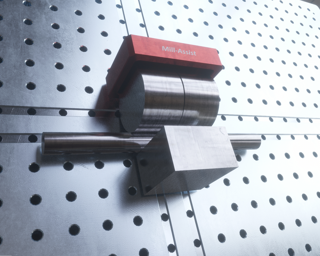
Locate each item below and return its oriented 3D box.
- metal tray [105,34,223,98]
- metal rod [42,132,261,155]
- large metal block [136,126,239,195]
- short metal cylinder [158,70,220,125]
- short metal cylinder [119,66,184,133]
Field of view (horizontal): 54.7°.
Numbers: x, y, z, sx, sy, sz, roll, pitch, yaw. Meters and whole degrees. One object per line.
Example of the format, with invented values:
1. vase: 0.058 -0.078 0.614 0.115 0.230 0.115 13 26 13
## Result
1. metal tray: 0.005 -0.072 0.408 0.131 0.090 0.030 1 62 -28
2. metal rod: 0.010 0.018 0.397 0.303 0.025 0.025 1 62 -28
3. large metal block: 0.028 0.038 0.359 0.081 0.080 0.050 1 62 -28
4. short metal cylinder: 0.033 -0.034 0.408 0.050 0.080 0.080 2 61 -28
5. short metal cylinder: -0.013 -0.034 0.383 0.050 0.080 0.080 1 62 -28
